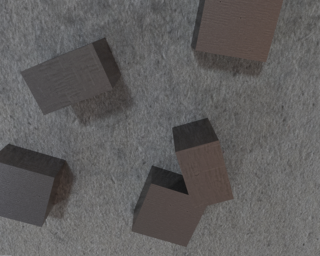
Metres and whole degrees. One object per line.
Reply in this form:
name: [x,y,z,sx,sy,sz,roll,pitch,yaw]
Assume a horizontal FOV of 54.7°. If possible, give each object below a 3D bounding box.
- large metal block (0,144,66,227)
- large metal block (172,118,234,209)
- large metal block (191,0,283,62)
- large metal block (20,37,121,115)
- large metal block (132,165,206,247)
large metal block: [-0.184,0.078,0.423,0.080,0.050,0.079,18,109,-7]
large metal block: [0.053,0.042,0.397,0.050,0.080,0.080,-16,110,5]
large metal block: [0.085,-0.124,0.352,0.081,0.050,0.079,8,110,-4]
large metal block: [-0.096,-0.063,0.356,0.080,0.080,0.050,-20,109,7]
large metal block: [0.013,0.110,0.437,0.080,0.050,0.079,19,109,-7]
